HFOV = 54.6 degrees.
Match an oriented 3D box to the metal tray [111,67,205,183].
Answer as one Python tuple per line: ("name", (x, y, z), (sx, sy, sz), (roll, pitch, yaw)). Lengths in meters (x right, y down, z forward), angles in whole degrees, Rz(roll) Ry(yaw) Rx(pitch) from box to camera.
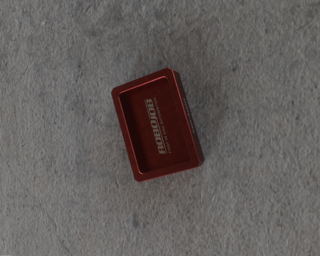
("metal tray", (-0.004, -0.003, 0.407), (0.090, 0.030, 0.129), (-18, 84, 19))
